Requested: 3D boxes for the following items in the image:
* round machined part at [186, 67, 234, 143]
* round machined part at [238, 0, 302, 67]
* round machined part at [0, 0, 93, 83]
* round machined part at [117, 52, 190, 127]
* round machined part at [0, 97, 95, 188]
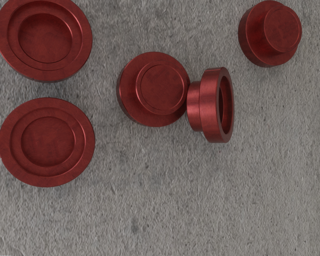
[{"bbox_3d":[0.066,-0.029,0.406,0.098,0.042,0.097,-2,90,-65],"label":"round machined part"},{"bbox_3d":[0.170,-0.142,0.462,0.099,0.042,0.097,0,90,-20],"label":"round machined part"},{"bbox_3d":[-0.129,-0.099,0.352,0.099,0.042,0.097,0,90,-20],"label":"round machined part"},{"bbox_3d":[-0.003,-0.050,0.398,0.099,0.042,0.097,0,90,-20],"label":"round machined part"},{"bbox_3d":[-0.127,0.015,0.353,0.099,0.042,0.097,0,90,-20],"label":"round machined part"}]
